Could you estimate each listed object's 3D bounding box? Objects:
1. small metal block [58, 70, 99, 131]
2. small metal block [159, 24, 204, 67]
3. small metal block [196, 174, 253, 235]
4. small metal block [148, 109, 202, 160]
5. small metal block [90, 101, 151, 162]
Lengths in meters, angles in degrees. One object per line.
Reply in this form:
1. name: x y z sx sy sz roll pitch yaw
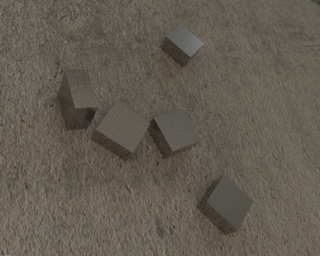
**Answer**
1. small metal block: -0.096 -0.032 0.355 0.025 0.050 0.050 -7 65 -31
2. small metal block: 0.036 -0.135 0.505 0.050 0.025 0.050 41 51 -1
3. small metal block: 0.082 0.096 0.389 0.050 0.025 0.050 43 51 2
4. small metal block: 0.018 0.007 0.409 0.050 0.025 0.050 -18 72 -35
5. small metal block: -0.047 0.004 0.376 0.050 0.025 0.050 33 51 -7
